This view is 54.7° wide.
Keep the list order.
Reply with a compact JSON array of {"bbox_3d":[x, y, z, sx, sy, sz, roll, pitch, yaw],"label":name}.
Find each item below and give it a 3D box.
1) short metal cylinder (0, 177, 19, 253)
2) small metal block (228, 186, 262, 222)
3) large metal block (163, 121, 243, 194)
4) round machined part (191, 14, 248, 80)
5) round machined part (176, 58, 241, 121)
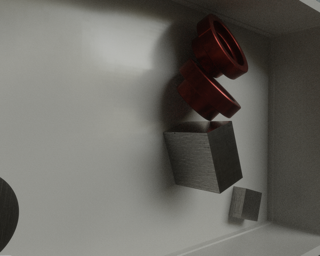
[{"bbox_3d":[-0.165,0.070,0.253,0.081,0.050,0.079,0,90,-40],"label":"short metal cylinder"},{"bbox_3d":[0.148,0.131,0.534,0.050,0.025,0.050,21,77,-38],"label":"small metal block"},{"bbox_3d":[0.058,0.036,0.422,0.050,0.080,0.079,-23,105,-38],"label":"large metal block"},{"bbox_3d":[0.083,-0.112,0.450,0.098,0.042,0.098,35,39,-34],"label":"round machined part"},{"bbox_3d":[0.061,-0.048,0.426,0.098,0.098,0.042,32,111,-36],"label":"round machined part"}]
